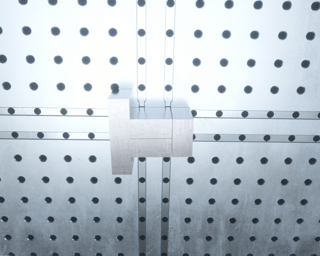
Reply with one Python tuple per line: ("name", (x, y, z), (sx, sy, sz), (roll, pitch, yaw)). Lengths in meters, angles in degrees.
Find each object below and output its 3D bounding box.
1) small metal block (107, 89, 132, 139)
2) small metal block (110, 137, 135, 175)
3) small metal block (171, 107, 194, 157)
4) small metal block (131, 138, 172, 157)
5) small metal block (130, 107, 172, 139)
("small metal block", (-0.049, -0.019, 0.392), (0.025, 0.050, 0.050), (0, 110, 0))
("small metal block", (-0.049, 0.028, 0.409), (0.025, 0.050, 0.050), (0, 110, 0))
("small metal block", (0.028, 0.004, 0.401), (0.025, 0.050, 0.050), (0, 110, 0))
("small metal block", (-0.011, 0.016, 0.405), (0.050, 0.050, 0.025), (0, 110, -1))
("small metal block", (-0.011, -0.007, 0.396), (0.050, 0.050, 0.025), (0, 110, -1))
